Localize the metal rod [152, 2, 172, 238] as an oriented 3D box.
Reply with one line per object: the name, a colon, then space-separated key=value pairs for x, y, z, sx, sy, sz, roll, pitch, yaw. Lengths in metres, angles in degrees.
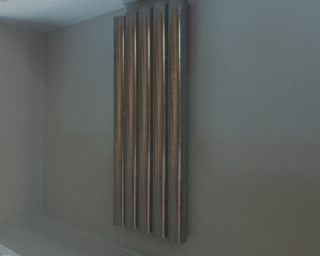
metal rod: x=0.003 y=-0.010 z=0.403 sx=0.025 sy=0.025 sz=0.298 roll=0 pitch=90 yaw=40

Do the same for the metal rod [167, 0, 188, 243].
metal rod: x=0.022 y=-0.009 z=0.387 sx=0.025 sy=0.025 sz=0.298 roll=0 pitch=90 yaw=40

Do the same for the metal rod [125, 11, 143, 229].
metal rod: x=-0.037 y=-0.011 z=0.436 sx=0.025 sy=0.025 sz=0.298 roll=0 pitch=90 yaw=40

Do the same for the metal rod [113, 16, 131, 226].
metal rod: x=-0.055 y=-0.010 z=0.451 sx=0.025 sy=0.025 sz=0.298 roll=0 pitch=90 yaw=40

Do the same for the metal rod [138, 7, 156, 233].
metal rod: x=-0.017 y=-0.011 z=0.419 sx=0.025 sy=0.025 sz=0.298 roll=0 pitch=90 yaw=40
